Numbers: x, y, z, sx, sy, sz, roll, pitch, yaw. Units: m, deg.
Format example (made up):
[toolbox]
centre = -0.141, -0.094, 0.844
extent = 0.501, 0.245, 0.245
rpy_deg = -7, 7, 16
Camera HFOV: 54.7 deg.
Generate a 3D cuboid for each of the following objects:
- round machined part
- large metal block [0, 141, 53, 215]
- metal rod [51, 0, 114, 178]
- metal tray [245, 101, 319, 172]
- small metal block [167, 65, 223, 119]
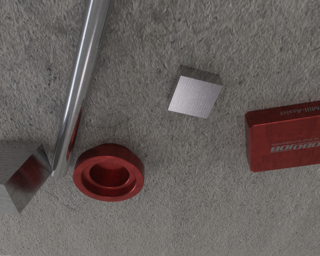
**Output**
[round machined part]
centre = -0.072, 0.060, 0.446
extent = 0.099, 0.042, 0.097
rpy_deg = 0, 130, 0
[large metal block]
centre = -0.204, 0.062, 0.408
extent = 0.080, 0.080, 0.050
rpy_deg = 2, 124, 15
[metal rod]
centre = -0.098, -0.042, 0.370
extent = 0.025, 0.025, 0.298
rpy_deg = 16, 128, -13
[metal tray]
centre = 0.184, 0.012, 0.416
extent = 0.131, 0.030, 0.090
rpy_deg = -9, 130, 7
[small metal block]
centre = 0.040, -0.043, 0.371
extent = 0.050, 0.025, 0.050
rpy_deg = 12, 129, -11
